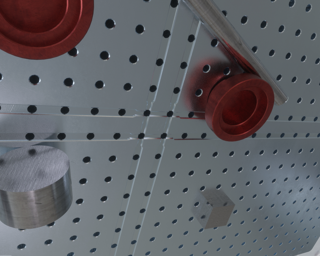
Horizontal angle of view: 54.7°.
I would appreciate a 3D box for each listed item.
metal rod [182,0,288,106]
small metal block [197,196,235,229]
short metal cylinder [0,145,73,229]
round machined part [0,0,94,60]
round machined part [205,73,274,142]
[{"bbox_3d":[0.089,-0.111,0.391,0.301,0.025,0.025,34,99,-39],"label":"metal rod"},{"bbox_3d":[0.102,0.153,0.562,0.050,0.025,0.050,1,118,-29],"label":"small metal block"},{"bbox_3d":[-0.139,0.062,0.338,0.081,0.080,0.050,-10,123,-24],"label":"short metal cylinder"},{"bbox_3d":[-0.112,-0.113,0.269,0.099,0.042,0.097,-14,124,-21],"label":"round machined part"},{"bbox_3d":[0.106,-0.032,0.436,0.099,0.042,0.097,-13,126,-18],"label":"round machined part"}]
